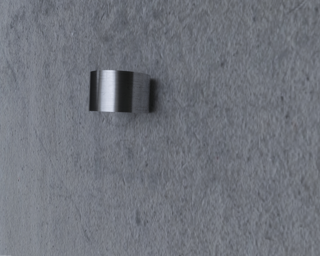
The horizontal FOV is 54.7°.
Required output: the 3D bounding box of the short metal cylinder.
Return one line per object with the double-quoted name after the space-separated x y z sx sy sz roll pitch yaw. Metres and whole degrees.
-0.053 -0.046 0.411 0.080 0.081 0.050 4 93 39 "short metal cylinder"
